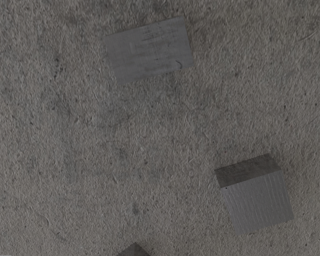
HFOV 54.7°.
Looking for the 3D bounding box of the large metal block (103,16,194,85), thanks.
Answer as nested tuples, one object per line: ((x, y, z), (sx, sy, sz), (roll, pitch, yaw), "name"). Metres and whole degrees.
((-0.010, -0.090, 0.347), (0.080, 0.080, 0.050), (-14, 110, 5), "large metal block")

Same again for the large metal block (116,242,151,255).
((-0.053, 0.236, 0.467), (0.080, 0.080, 0.050), (-39, 106, 13), "large metal block")

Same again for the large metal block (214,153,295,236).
((0.130, 0.092, 0.431), (0.080, 0.050, 0.080), (-19, 109, 6), "large metal block")
